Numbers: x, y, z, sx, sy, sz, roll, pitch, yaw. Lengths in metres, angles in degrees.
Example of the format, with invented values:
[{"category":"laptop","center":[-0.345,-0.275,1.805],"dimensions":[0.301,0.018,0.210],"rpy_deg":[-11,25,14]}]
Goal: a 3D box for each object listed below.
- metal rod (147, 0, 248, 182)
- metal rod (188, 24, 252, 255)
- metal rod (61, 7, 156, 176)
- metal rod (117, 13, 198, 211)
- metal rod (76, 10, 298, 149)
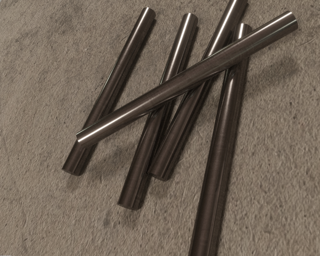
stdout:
[{"category":"metal rod","center":[0.059,-0.070,0.414],"dimensions":[0.025,0.025,0.300],"rpy_deg":[14,68,33]},{"category":"metal rod","center":[0.077,-0.003,0.364],"dimensions":[0.025,0.025,0.300],"rpy_deg":[2,62,29]},{"category":"metal rod","center":[-0.072,-0.068,0.481],"dimensions":[0.025,0.025,0.300],"rpy_deg":[9,66,32]},{"category":"metal rod","center":[0.004,-0.038,0.423],"dimensions":[0.025,0.025,0.300],"rpy_deg":[4,64,30]},{"category":"metal rod","center":[0.026,-0.055,0.389],"dimensions":[0.301,0.025,0.025],"rpy_deg":[-29,52,9]}]
